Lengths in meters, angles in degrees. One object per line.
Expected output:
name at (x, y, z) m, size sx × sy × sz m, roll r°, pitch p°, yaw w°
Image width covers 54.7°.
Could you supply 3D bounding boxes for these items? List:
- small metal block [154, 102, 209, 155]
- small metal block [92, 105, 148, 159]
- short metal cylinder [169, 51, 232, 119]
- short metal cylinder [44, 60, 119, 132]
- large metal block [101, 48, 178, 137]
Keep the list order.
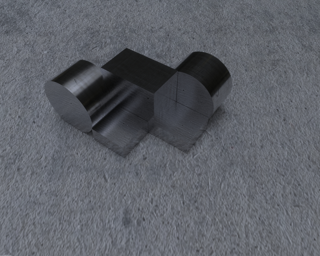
small metal block at (0.028, -0.001, 0.406) m, size 0.050 × 0.025 × 0.050 m, roll 28°, pitch 55°, yaw 22°
small metal block at (-0.051, 0.004, 0.401) m, size 0.050 × 0.025 × 0.050 m, roll 28°, pitch 55°, yaw 22°
short metal cylinder at (0.049, -0.055, 0.415) m, size 0.080 × 0.080 × 0.050 m, roll 29°, pitch 56°, yaw 22°
short metal cylinder at (-0.101, -0.041, 0.403) m, size 0.080 × 0.080 × 0.050 m, roll 28°, pitch 56°, yaw 21°
large metal block at (-0.026, -0.047, 0.409) m, size 0.080 × 0.080 × 0.050 m, roll 28°, pitch 55°, yaw 21°
